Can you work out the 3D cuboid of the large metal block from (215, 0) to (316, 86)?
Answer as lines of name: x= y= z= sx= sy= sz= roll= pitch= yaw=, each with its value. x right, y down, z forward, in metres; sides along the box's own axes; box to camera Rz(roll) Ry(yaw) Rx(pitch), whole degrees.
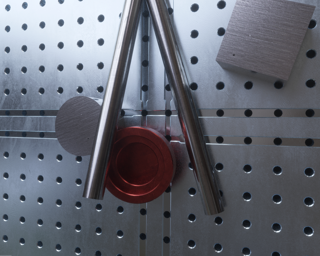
large metal block: x=0.120 y=-0.101 z=0.357 sx=0.080 sy=0.050 sz=0.080 roll=21 pitch=97 yaw=18

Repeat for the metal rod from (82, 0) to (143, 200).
metal rod: x=-0.054 y=-0.062 z=0.394 sx=0.025 sy=0.025 sz=0.299 roll=6 pitch=78 yaw=19

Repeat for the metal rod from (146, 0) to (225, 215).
metal rod: x=0.030 y=-0.038 z=0.401 sx=0.025 sy=0.025 sz=0.298 roll=-17 pitch=85 yaw=19

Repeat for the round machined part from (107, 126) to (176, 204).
round machined part: x=-0.027 y=0.046 z=0.408 sx=0.098 sy=0.042 sz=0.097 roll=1 pitch=93 yaw=12

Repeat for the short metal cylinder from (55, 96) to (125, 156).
short metal cylinder: x=-0.097 y=-0.003 z=0.432 sx=0.080 sy=0.050 sz=0.079 roll=0 pitch=90 yaw=20
